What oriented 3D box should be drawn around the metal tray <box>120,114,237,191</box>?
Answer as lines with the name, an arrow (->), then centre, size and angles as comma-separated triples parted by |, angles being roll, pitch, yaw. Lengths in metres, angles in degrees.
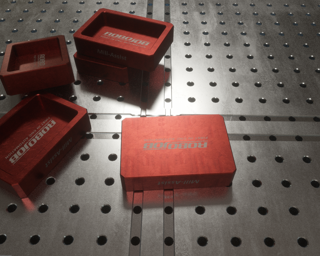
metal tray -> 0.019, 0.028, 0.381 | 0.131, 0.030, 0.090 | -2, 50, -3

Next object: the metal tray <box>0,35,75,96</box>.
metal tray -> -0.181, -0.099, 0.463 | 0.091, 0.030, 0.130 | -14, 36, -12

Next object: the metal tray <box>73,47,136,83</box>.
metal tray -> -0.071, -0.135, 0.516 | 0.090, 0.030, 0.130 | 15, 51, 12

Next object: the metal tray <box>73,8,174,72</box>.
metal tray -> -0.054, -0.140, 0.481 | 0.130, 0.030, 0.090 | 17, 52, 13

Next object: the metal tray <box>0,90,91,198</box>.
metal tray -> -0.162, 0.013, 0.391 | 0.090, 0.030, 0.130 | 23, 53, 18
